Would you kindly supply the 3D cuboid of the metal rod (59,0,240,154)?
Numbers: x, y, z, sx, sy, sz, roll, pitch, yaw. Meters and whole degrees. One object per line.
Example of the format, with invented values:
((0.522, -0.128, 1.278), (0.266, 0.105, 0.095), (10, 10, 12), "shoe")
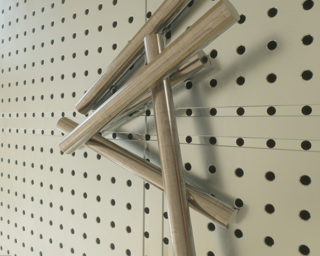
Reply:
((-0.036, -0.041, 0.369), (0.299, 0.025, 0.025), (-34, 69, 35), "metal rod")

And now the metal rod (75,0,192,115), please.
((-0.032, -0.114, 0.433), (0.299, 0.025, 0.025), (-40, 66, 32), "metal rod")

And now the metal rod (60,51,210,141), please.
((-0.056, -0.027, 0.453), (0.299, 0.025, 0.025), (-27, 73, 36), "metal rod")

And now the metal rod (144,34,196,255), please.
((0.013, 0.036, 0.358), (0.025, 0.025, 0.298), (-15, 78, 39), "metal rod")

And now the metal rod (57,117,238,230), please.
((-0.037, 0.047, 0.419), (0.300, 0.025, 0.025), (25, 106, 31), "metal rod")
